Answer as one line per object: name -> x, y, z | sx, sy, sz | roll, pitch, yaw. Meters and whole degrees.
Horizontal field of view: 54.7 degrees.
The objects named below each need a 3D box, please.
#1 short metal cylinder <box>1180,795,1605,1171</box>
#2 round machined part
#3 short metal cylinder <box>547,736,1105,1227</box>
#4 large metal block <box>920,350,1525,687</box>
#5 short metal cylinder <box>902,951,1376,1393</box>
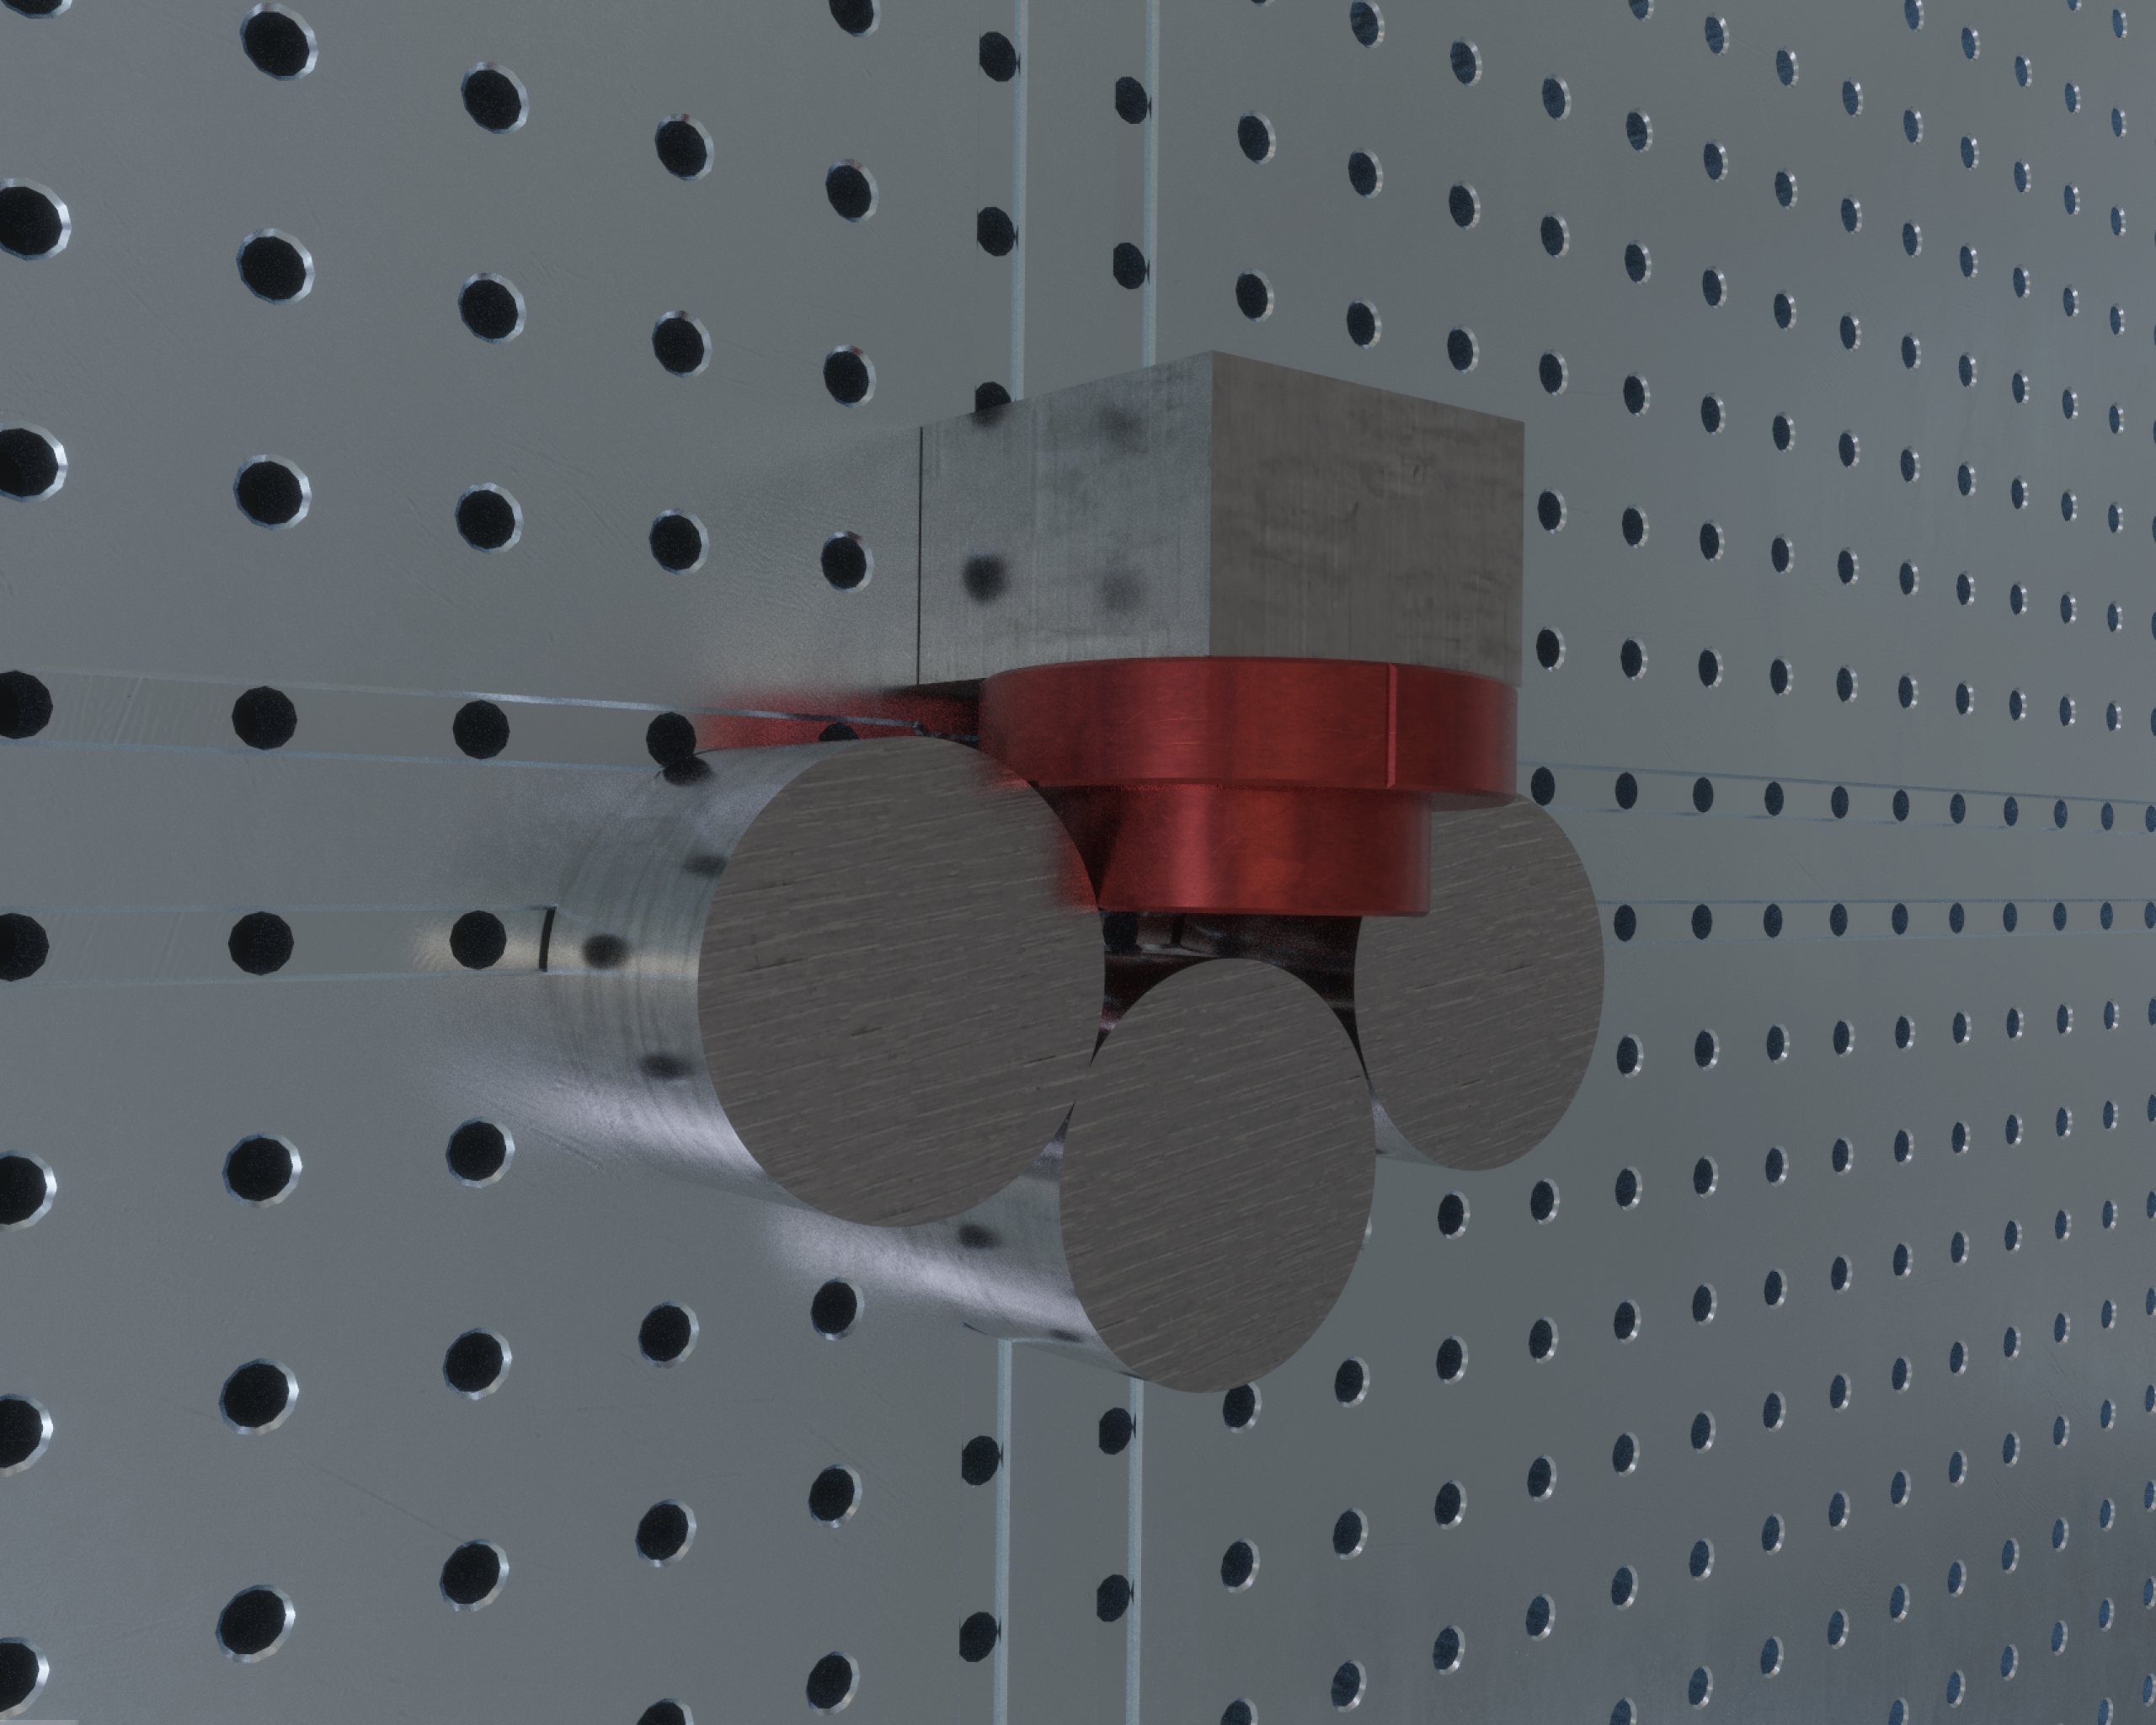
short metal cylinder -> 0.069, 0.024, 0.451 | 0.081, 0.050, 0.079 | 0, 90, -40
round machined part -> 0.031, -0.011, 0.385 | 0.099, 0.098, 0.042 | 2, 88, -40
short metal cylinder -> -0.042, 0.019, 0.358 | 0.081, 0.050, 0.079 | 0, 90, -40
large metal block -> 0.027, -0.058, 0.395 | 0.081, 0.080, 0.050 | 1, 90, -40
short metal cylinder -> 0.012, 0.057, 0.403 | 0.081, 0.050, 0.079 | 0, 90, -40
